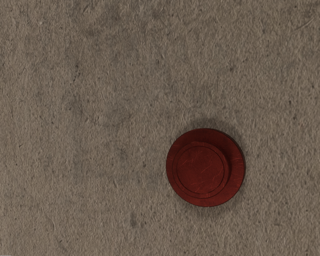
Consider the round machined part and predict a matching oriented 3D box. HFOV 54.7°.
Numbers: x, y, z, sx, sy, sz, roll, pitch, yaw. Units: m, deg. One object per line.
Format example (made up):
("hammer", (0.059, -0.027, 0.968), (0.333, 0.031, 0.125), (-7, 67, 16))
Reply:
("round machined part", (0.053, 0.049, 0.381), (0.098, 0.042, 0.097), (0, 90, 19))
